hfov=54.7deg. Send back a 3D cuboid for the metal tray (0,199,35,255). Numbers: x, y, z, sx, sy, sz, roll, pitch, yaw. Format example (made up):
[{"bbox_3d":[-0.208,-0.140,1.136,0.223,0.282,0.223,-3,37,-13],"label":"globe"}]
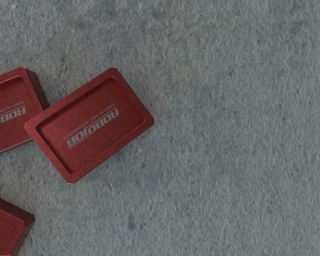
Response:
[{"bbox_3d":[-0.237,0.157,0.404,0.090,0.030,0.130,28,90,-1],"label":"metal tray"}]

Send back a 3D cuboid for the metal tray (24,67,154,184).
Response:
[{"bbox_3d":[-0.085,-0.004,0.388,0.131,0.030,0.090,-37,94,-15],"label":"metal tray"}]

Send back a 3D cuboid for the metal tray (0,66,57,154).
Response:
[{"bbox_3d":[-0.213,-0.014,0.404,0.131,0.030,0.090,-23,90,-1],"label":"metal tray"}]
